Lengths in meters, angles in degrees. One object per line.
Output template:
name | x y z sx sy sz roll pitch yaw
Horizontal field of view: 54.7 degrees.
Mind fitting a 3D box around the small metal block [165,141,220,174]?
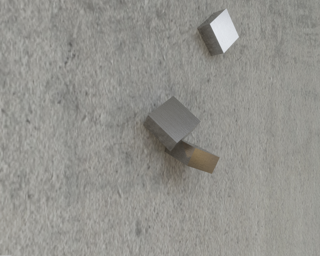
small metal block | 0.044 0.037 0.424 0.050 0.050 0.025 22 93 -38

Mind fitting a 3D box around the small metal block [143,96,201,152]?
small metal block | 0.016 -0.006 0.404 0.050 0.025 0.050 44 57 9

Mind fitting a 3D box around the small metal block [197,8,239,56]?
small metal block | 0.092 -0.149 0.484 0.050 0.025 0.050 -48 119 -29
